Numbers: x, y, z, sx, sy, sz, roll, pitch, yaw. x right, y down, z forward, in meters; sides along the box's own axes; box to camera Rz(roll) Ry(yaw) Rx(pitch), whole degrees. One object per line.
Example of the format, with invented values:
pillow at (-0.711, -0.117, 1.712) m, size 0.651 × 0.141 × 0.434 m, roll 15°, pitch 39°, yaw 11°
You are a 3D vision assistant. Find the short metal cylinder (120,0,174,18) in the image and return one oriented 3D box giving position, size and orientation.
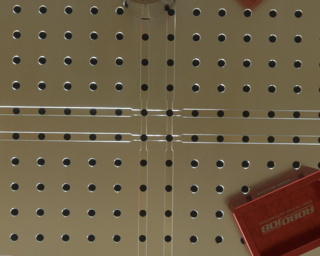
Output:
short metal cylinder at (-0.018, -0.190, 0.400) m, size 0.081 × 0.050 × 0.079 m, roll 0°, pitch 90°, yaw 0°

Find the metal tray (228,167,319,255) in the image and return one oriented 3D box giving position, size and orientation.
metal tray at (0.170, 0.119, 0.412) m, size 0.131 × 0.030 × 0.090 m, roll -24°, pitch 90°, yaw 0°

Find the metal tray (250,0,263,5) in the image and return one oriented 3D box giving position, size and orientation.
metal tray at (0.150, -0.243, 0.411) m, size 0.130 × 0.030 × 0.090 m, roll -42°, pitch 90°, yaw 0°
